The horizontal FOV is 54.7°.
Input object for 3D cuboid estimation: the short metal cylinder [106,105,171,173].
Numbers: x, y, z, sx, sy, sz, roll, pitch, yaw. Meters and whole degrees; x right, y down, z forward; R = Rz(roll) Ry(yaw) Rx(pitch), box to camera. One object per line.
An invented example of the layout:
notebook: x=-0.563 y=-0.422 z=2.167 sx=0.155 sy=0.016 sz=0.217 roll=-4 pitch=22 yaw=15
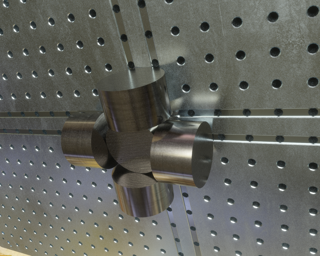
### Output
short metal cylinder: x=-0.025 y=0.014 z=0.417 sx=0.080 sy=0.050 sz=0.079 roll=12 pitch=123 yaw=20

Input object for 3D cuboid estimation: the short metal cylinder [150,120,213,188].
short metal cylinder: x=0.029 y=0.030 z=0.379 sx=0.050 sy=0.080 sz=0.079 roll=4 pitch=120 yaw=26

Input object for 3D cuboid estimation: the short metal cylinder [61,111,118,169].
short metal cylinder: x=-0.090 y=0.015 z=0.433 sx=0.050 sy=0.080 sz=0.080 roll=1 pitch=119 yaw=27

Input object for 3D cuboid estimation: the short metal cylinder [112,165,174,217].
short metal cylinder: x=-0.023 y=0.078 z=0.435 sx=0.080 sy=0.080 sz=0.050 roll=6 pitch=121 yaw=25

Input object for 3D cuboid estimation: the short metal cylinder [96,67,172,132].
short metal cylinder: x=-0.030 y=-0.036 z=0.369 sx=0.080 sy=0.080 sz=0.050 roll=3 pitch=119 yaw=27
